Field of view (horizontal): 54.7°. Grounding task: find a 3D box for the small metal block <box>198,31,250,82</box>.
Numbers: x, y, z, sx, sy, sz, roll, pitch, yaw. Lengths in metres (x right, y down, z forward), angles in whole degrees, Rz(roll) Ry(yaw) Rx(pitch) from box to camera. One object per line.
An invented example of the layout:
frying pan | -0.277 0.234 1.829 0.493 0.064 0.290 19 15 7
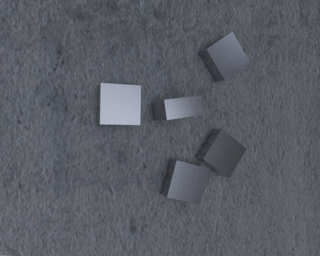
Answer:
small metal block | 0.092 -0.101 0.444 0.050 0.025 0.050 -37 102 -17

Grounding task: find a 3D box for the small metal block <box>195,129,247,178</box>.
small metal block | 0.087 0.036 0.443 0.050 0.025 0.050 37 78 -17

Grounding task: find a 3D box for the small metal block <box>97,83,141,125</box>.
small metal block | -0.052 -0.029 0.391 0.050 0.025 0.050 1 90 -21

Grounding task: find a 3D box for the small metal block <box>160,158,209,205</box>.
small metal block | 0.034 0.073 0.423 0.050 0.025 0.050 17 84 -20

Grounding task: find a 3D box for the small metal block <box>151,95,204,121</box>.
small metal block | 0.021 -0.026 0.405 0.050 0.050 0.025 -9 93 -20
